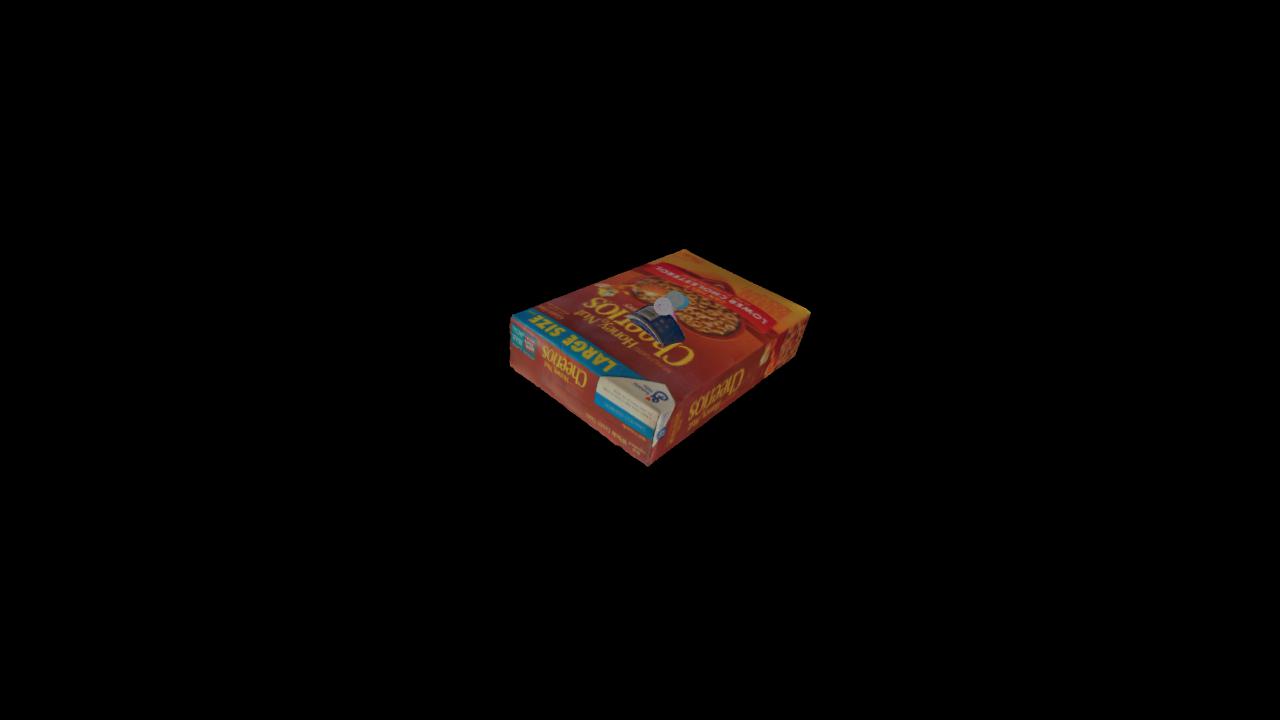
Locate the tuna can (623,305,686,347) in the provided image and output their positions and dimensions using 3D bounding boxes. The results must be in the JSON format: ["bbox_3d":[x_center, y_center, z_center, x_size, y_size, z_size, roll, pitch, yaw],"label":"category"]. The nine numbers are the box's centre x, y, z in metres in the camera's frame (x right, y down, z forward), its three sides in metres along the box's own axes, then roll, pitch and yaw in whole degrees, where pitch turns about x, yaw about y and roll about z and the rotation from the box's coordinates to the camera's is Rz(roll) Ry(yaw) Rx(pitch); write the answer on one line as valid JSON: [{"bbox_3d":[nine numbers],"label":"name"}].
[{"bbox_3d":[0.014,-0.017,0.661,0.034,0.084,0.084,-30,15,-29],"label":"tuna can"}]

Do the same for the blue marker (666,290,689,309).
[{"bbox_3d":[0.050,-0.065,0.712,0.020,0.020,0.121,0,0,14],"label":"blue marker"}]

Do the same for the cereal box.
[{"bbox_3d":[0.032,-0.025,0.703,0.203,0.081,0.306,32,39,28],"label":"cereal box"}]

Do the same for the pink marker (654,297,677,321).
[{"bbox_3d":[0.037,-0.029,0.684,0.020,0.020,0.121,0,-28,16],"label":"pink marker"}]
